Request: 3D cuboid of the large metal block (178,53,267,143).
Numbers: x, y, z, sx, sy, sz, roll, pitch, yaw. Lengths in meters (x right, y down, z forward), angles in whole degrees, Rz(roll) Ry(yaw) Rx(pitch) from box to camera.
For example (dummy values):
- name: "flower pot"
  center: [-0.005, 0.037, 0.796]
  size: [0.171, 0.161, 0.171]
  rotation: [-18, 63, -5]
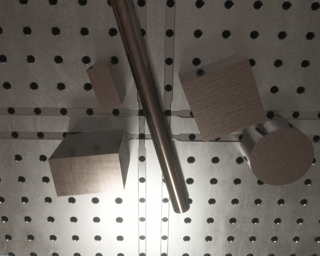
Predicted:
- name: "large metal block"
  center: [0.076, -0.039, 0.387]
  size: [0.080, 0.050, 0.080]
  rotation: [-21, 109, 7]

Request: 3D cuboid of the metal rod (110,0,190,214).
- name: "metal rod"
  center: [-0.007, -0.016, 0.407]
  size: [0.025, 0.025, 0.298]
  rotation: [-14, 110, 5]

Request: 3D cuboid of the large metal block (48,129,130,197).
- name: "large metal block"
  center: [-0.085, 0.042, 0.398]
  size: [0.080, 0.080, 0.050]
  rotation: [-5, 110, 1]

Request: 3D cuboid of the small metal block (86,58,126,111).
- name: "small metal block"
  center: [-0.064, -0.055, 0.379]
  size: [0.025, 0.050, 0.050]
  rotation: [-16, 110, 5]

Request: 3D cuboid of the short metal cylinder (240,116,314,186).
- name: "short metal cylinder"
  center: [0.154, 0.029, 0.413]
  size: [0.081, 0.050, 0.079]
  rotation: [0, 110, -1]
